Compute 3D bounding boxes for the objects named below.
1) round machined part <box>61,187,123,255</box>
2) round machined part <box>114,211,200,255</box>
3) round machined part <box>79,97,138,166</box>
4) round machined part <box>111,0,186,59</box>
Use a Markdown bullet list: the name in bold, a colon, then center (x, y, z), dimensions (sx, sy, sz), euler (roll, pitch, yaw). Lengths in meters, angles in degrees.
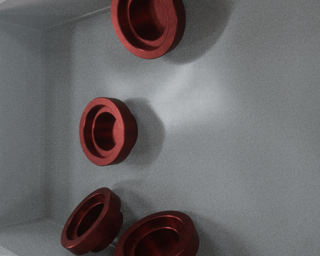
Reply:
- **round machined part**: center (-0.092, 0.138, 0.447), dimensions (0.098, 0.042, 0.098), euler (-35, 24, 19)
- **round machined part**: center (0.000, 0.145, 0.365), dimensions (0.098, 0.099, 0.042), euler (-7, 112, 39)
- **round machined part**: center (-0.071, 0.005, 0.452), dimensions (0.098, 0.042, 0.097), euler (0, 90, 39)
- **round machined part**: center (-0.010, -0.139, 0.386), dimensions (0.098, 0.042, 0.097), euler (19, 128, 27)
